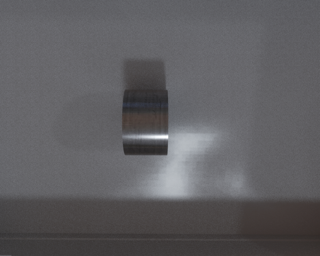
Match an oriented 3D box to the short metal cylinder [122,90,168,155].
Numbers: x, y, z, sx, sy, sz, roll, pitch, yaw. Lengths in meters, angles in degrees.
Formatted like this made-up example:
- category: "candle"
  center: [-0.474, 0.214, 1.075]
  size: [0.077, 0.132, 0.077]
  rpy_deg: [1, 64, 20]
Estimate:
- category: "short metal cylinder"
  center: [-0.016, -0.007, 0.377]
  size: [0.050, 0.080, 0.079]
  rpy_deg: [0, 110, -1]
